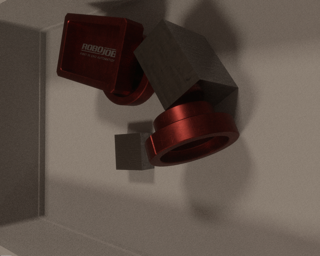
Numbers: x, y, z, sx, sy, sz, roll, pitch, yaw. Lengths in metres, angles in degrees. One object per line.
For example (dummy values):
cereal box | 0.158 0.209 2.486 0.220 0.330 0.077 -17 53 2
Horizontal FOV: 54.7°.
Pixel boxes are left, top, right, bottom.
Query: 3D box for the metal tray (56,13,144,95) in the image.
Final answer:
metal tray | -0.085 -0.102 0.416 0.130 0.030 0.089 20 103 38

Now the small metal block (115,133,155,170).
small metal block | -0.036 0.033 0.435 0.050 0.025 0.050 -5 87 39

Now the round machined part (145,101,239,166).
round machined part | 0.031 0.005 0.333 0.098 0.099 0.042 -31 66 35

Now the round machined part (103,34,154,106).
round machined part | -0.035 -0.079 0.422 0.098 0.042 0.097 0 90 39

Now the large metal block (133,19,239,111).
large metal block | 0.029 -0.065 0.345 0.050 0.081 0.080 -41 65 32
